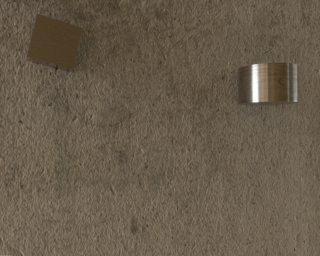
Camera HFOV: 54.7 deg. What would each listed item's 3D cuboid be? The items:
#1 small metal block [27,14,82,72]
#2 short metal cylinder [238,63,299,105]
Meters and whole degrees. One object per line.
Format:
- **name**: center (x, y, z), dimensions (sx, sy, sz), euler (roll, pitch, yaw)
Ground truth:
- **small metal block**: center (-0.123, -0.098, 0.364), dimensions (0.050, 0.025, 0.050), euler (13, 86, -20)
- **short metal cylinder**: center (0.152, -0.059, 0.436), dimensions (0.081, 0.080, 0.050), euler (-1, 91, -20)
